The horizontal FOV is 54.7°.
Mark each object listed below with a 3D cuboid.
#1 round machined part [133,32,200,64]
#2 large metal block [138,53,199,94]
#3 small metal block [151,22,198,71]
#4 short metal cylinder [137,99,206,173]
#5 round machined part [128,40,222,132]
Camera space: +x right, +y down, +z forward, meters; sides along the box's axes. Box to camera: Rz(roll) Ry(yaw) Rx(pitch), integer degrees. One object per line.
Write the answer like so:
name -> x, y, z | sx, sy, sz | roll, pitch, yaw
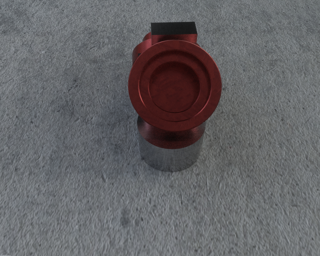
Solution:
round machined part -> 0.010, -0.106, 0.441 | 0.099, 0.098, 0.042 | -2, 75, -2
large metal block -> 0.013, -0.052, 0.412 | 0.081, 0.080, 0.050 | -2, 50, -2
small metal block -> 0.015, -0.095, 0.364 | 0.050, 0.050, 0.025 | -2, 50, -2
short metal cylinder -> 0.013, 0.008, 0.383 | 0.081, 0.050, 0.080 | 0, 50, 0
round machined part -> 0.016, -0.044, 0.345 | 0.099, 0.042, 0.097 | 0, 88, -2
